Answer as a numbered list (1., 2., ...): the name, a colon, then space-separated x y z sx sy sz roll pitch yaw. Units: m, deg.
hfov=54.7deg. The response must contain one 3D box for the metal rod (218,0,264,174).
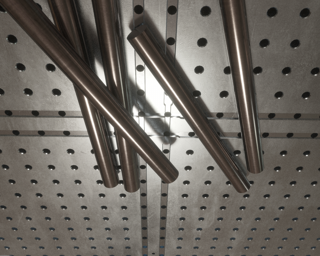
1. metal rod: 0.100 -0.050 0.370 0.025 0.025 0.299 -13 129 10

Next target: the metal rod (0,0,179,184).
1. metal rod: -0.062 -0.030 0.351 0.025 0.025 0.300 -25 126 19

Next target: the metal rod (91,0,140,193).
1. metal rod: -0.049 -0.021 0.392 0.025 0.025 0.298 -2 130 1

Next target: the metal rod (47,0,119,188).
1. metal rod: -0.087 -0.029 0.385 0.025 0.025 0.298 -4 130 3

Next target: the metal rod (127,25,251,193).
1. metal rod: 0.054 -0.004 0.409 0.025 0.025 0.300 -25 126 19
